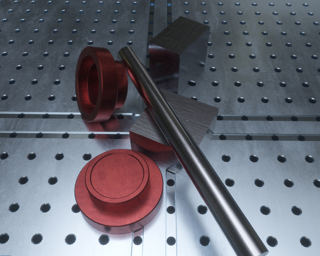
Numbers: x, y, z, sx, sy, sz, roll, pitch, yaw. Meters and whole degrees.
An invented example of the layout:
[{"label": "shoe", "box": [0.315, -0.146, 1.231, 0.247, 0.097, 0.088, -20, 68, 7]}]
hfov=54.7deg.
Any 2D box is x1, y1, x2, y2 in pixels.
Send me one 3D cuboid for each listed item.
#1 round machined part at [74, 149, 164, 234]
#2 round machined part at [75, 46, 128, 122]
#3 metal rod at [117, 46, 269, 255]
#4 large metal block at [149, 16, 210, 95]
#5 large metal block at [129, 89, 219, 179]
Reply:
[{"label": "round machined part", "box": [-0.045, 0.062, 0.344, 0.099, 0.042, 0.098, 0, 50, 0]}, {"label": "round machined part", "box": [-0.077, -0.058, 0.413, 0.042, 0.097, 0.098, -4, 46, -33]}, {"label": "metal rod", "box": [0.016, 0.003, 0.340, 0.025, 0.025, 0.300, -19, 53, -16]}, {"label": "large metal block", "box": [0.028, -0.105, 0.460, 0.050, 0.080, 0.080, 28, 56, 21]}, {"label": "large metal block", "box": [0.018, 0.005, 0.387, 0.080, 0.050, 0.080, 21, 53, 17]}]
